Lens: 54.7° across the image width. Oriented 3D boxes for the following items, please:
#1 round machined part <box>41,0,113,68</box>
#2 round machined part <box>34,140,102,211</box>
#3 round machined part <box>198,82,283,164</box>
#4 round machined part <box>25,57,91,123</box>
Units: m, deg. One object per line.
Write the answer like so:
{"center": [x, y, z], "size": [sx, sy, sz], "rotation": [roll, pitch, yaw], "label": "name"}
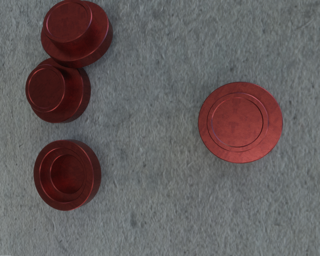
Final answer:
{"center": [-0.118, -0.135, 0.424], "size": [0.098, 0.042, 0.098], "rotation": [-3, 71, 9], "label": "round machined part"}
{"center": [-0.127, 0.065, 0.443], "size": [0.098, 0.042, 0.097], "rotation": [0, 90, 19], "label": "round machined part"}
{"center": [0.093, -0.006, 0.367], "size": [0.098, 0.042, 0.097], "rotation": [0, 90, 19], "label": "round machined part"}
{"center": [-0.155, -0.056, 0.453], "size": [0.098, 0.042, 0.097], "rotation": [0, 90, 19], "label": "round machined part"}
